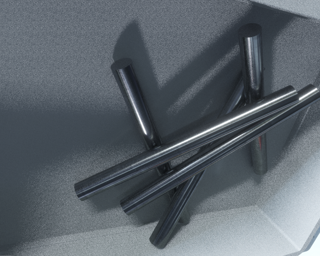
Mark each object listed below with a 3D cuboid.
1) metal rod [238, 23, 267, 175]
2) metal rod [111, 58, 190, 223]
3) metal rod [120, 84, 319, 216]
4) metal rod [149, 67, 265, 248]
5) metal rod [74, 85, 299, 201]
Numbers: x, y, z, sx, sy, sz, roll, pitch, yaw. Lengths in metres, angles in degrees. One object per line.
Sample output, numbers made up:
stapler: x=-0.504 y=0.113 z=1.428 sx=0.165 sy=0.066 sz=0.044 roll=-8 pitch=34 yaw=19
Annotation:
metal rod: x=0.139 y=-0.016 z=0.445 sx=0.025 sy=0.025 sz=0.299 roll=-33 pitch=139 yaw=-7
metal rod: x=-0.002 y=0.040 z=0.433 sx=0.025 sy=0.025 sz=0.299 roll=-29 pitch=129 yaw=-11
metal rod: x=0.078 y=0.032 z=0.422 sx=0.301 sy=0.025 sz=0.025 roll=-32 pitch=130 yaw=5
metal rod: x=0.065 y=0.043 z=0.450 sx=0.025 sy=0.025 sz=0.299 roll=23 pitch=99 yaw=-37
metal rod: x=0.032 y=0.020 z=0.396 sx=0.301 sy=0.025 sz=0.025 roll=-25 pitch=129 yaw=2
